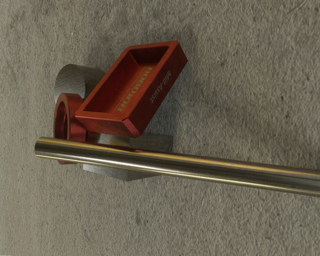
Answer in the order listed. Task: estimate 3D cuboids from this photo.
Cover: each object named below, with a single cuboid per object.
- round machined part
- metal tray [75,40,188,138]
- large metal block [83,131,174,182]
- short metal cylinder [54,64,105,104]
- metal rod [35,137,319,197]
[{"bbox_3d":[-0.117,0.001,0.431,0.098,0.042,0.097,-3,86,60],"label":"round machined part"},{"bbox_3d":[-0.033,-0.051,0.379,0.090,0.030,0.130,6,54,39],"label":"metal tray"},{"bbox_3d":[-0.040,0.032,0.401,0.080,0.081,0.050,6,94,39],"label":"large metal block"},{"bbox_3d":[-0.122,-0.057,0.488,0.080,0.050,0.079,0,90,39],"label":"short metal cylinder"},{"bbox_3d":[0.006,0.037,0.323,0.301,0.025,0.025,6,94,15],"label":"metal rod"}]
